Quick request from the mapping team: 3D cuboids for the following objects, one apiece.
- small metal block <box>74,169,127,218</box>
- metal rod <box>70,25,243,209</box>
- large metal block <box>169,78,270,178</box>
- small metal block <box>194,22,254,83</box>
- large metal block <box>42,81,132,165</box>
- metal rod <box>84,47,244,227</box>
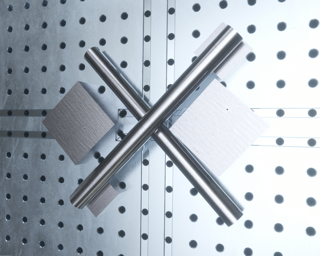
[{"bbox_3d":[-0.085,0.090,0.442,0.050,0.025,0.050,46,104,14],"label":"small metal block"},{"bbox_3d":[-0.014,-0.004,0.390,0.299,0.025,0.025,-47,76,14],"label":"metal rod"},{"bbox_3d":[0.073,0.000,0.374,0.080,0.050,0.080,45,104,14],"label":"large metal block"},{"bbox_3d":[0.079,-0.093,0.385,0.050,0.025,0.050,-46,76,14],"label":"small metal block"},{"bbox_3d":[-0.102,-0.007,0.436,0.080,0.050,0.080,-45,76,14],"label":"large metal block"},{"bbox_3d":[-0.003,0.002,0.413,0.025,0.025,0.300,-44,76,15],"label":"metal rod"}]
